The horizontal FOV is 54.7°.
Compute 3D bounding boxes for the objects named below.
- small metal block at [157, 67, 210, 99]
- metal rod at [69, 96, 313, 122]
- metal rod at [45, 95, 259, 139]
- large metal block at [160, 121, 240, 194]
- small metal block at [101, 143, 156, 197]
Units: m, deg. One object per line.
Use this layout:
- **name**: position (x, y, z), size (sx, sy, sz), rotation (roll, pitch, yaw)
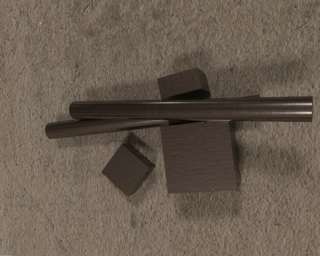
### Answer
- **small metal block**: position (0.031, -0.052, 0.384), size (0.050, 0.050, 0.025), rotation (-13, 85, 19)
- **metal rod**: position (0.013, -0.022, 0.366), size (0.300, 0.025, 0.025), rotation (2, 91, 28)
- **metal rod**: position (-0.022, -0.011, 0.415), size (0.301, 0.025, 0.025), rotation (-6, 88, 19)
- **large metal block**: position (0.051, 0.033, 0.377), size (0.080, 0.050, 0.080), rotation (-7, 88, 19)
- **small metal block**: position (-0.043, 0.056, 0.423), size (0.050, 0.025, 0.050), rotation (40, 102, 15)
